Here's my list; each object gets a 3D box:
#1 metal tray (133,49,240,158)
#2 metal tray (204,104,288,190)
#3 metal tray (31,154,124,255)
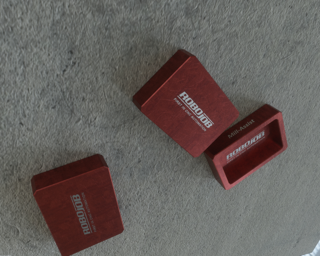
[{"bbox_3d":[0.039,-0.027,0.408,0.090,0.030,0.130,-46,129,4],"label":"metal tray"},{"bbox_3d":[0.140,0.032,0.499,0.130,0.030,0.090,-33,129,-7],"label":"metal tray"},{"bbox_3d":[-0.104,0.105,0.412,0.091,0.030,0.129,-19,126,-18],"label":"metal tray"}]
